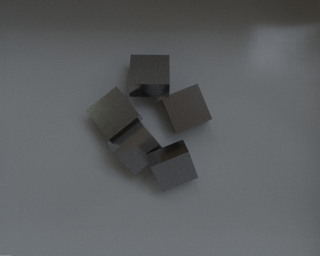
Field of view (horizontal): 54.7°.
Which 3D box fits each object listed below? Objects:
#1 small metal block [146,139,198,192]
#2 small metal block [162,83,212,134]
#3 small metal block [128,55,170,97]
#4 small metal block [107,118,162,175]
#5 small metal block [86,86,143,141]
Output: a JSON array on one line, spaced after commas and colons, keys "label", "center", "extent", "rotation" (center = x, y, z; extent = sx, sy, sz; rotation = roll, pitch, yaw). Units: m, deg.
[{"label": "small metal block", "center": [0.016, 0.049, 0.399], "extent": [0.050, 0.025, 0.050], "rotation": [-22, 127, 0]}, {"label": "small metal block", "center": [0.035, -0.025, 0.411], "extent": [0.050, 0.025, 0.050], "rotation": [-22, 90, 0]}, {"label": "small metal block", "center": [-0.013, -0.068, 0.400], "extent": [0.050, 0.025, 0.050], "rotation": [1, 58, 0]}, {"label": "small metal block", "center": [-0.030, 0.024, 0.399], "extent": [0.050, 0.025, 0.050], "rotation": [-39, 126, 0]}, {"label": "small metal block", "center": [-0.059, -0.018, 0.406], "extent": [0.050, 0.025, 0.050], "rotation": [-39, 80, 0]}]
